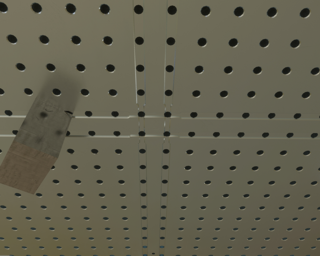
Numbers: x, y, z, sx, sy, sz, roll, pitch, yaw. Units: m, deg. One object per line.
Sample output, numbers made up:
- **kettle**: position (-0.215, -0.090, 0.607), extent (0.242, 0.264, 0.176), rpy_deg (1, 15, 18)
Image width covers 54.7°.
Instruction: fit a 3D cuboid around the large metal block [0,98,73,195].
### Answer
- **large metal block**: position (-0.159, 0.023, 0.393), extent (0.050, 0.080, 0.080), rpy_deg (27, 125, -22)
